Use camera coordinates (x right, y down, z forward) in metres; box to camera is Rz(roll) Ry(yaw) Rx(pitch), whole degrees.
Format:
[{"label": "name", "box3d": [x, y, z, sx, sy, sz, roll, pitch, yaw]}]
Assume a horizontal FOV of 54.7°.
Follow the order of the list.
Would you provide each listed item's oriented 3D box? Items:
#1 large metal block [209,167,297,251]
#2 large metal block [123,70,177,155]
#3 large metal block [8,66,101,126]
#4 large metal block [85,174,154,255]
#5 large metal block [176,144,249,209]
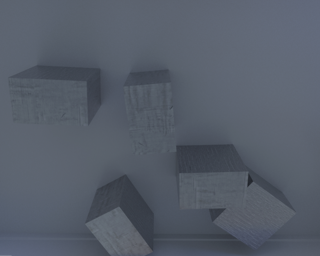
[{"label": "large metal block", "box3d": [0.127, 0.112, 0.441, 0.080, 0.050, 0.080, 36, 106, -13]}, {"label": "large metal block", "box3d": [-0.010, -0.022, 0.374, 0.050, 0.080, 0.079, -5, 110, 1]}, {"label": "large metal block", "box3d": [-0.118, -0.041, 0.365, 0.081, 0.080, 0.050, 2, 110, -1]}, {"label": "large metal block", "box3d": [-0.051, 0.125, 0.427, 0.050, 0.080, 0.080, -29, 108, 10]}, {"label": "large metal block", "box3d": [0.063, 0.061, 0.405, 0.081, 0.080, 0.050, -1, 110, 0]}]
